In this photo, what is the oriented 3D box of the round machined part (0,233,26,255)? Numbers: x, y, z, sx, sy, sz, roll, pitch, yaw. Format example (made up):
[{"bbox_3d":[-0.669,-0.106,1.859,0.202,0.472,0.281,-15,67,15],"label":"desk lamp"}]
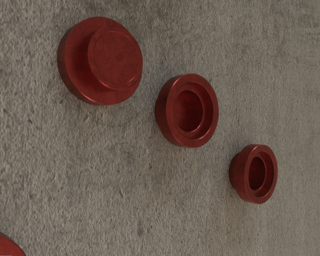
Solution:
[{"bbox_3d":[-0.164,0.132,0.256,0.099,0.042,0.097,0,90,-40],"label":"round machined part"}]

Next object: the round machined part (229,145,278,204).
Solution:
[{"bbox_3d":[0.154,0.076,0.522,0.099,0.042,0.097,0,90,-40],"label":"round machined part"}]

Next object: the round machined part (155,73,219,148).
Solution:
[{"bbox_3d":[0.032,-0.023,0.420,0.099,0.042,0.097,0,90,-40],"label":"round machined part"}]

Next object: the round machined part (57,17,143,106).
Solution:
[{"bbox_3d":[-0.058,-0.074,0.345,0.099,0.042,0.097,0,90,-40],"label":"round machined part"}]
